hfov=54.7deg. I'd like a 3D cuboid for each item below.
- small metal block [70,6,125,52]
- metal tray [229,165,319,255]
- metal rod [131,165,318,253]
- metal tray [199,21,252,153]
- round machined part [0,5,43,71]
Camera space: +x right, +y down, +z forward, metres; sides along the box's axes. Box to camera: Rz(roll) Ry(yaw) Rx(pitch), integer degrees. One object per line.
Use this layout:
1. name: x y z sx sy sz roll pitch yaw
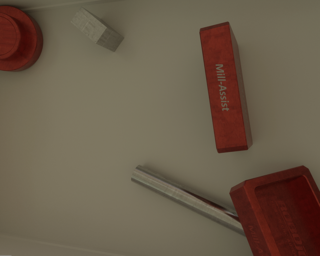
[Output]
1. small metal block: -0.085 -0.135 0.426 0.050 0.050 0.025 42 103 15
2. metal tray: 0.137 0.110 0.315 0.091 0.030 0.130 -9 67 -24
3. metal rod: 0.100 0.116 0.374 0.301 0.025 0.025 23 97 18
4. metal tray: 0.077 -0.041 0.348 0.030 0.090 0.129 -9 87 20
5. round machined part: -0.234 -0.136 0.468 0.099 0.042 0.097 0 96 4
